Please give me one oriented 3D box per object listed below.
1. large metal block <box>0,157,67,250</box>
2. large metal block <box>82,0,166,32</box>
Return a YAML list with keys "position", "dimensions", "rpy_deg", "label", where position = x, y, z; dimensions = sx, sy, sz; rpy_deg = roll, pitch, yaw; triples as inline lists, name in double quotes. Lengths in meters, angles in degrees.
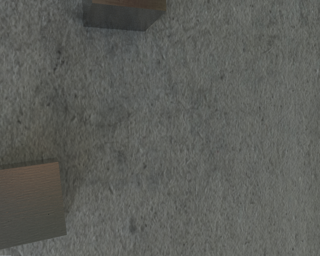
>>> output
- position: [-0.150, 0.080, 0.341]
  dimensions: [0.081, 0.050, 0.079]
  rpy_deg: [-7, 93, -20]
  label: "large metal block"
- position: [-0.045, -0.153, 0.364]
  dimensions: [0.081, 0.080, 0.050]
  rpy_deg: [-2, 91, -20]
  label: "large metal block"
